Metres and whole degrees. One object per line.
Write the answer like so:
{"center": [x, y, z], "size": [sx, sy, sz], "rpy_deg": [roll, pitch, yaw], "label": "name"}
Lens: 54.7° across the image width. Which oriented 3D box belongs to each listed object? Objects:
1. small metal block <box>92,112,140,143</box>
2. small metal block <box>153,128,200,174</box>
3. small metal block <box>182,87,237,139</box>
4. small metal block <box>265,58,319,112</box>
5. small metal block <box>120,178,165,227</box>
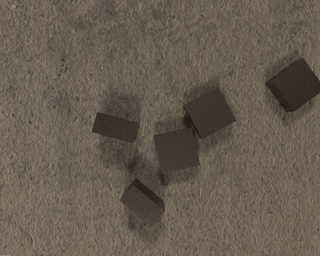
{"center": [-0.055, -0.001, 0.397], "size": [0.050, 0.050, 0.025], "rpy_deg": [16, 90, -1], "label": "small metal block"}
{"center": [0.022, 0.029, 0.410], "size": [0.050, 0.025, 0.050], "rpy_deg": [-13, 90, -1], "label": "small metal block"}
{"center": [0.065, -0.019, 0.411], "size": [0.050, 0.025, 0.050], "rpy_deg": [-29, 90, -1], "label": "small metal block"}
{"center": [0.179, -0.056, 0.412], "size": [0.050, 0.025, 0.050], "rpy_deg": [-36, 90, 0], "label": "small metal block"}
{"center": [-0.021, 0.094, 0.397], "size": [0.050, 0.050, 0.025], "rpy_deg": [40, 90, -1], "label": "small metal block"}
